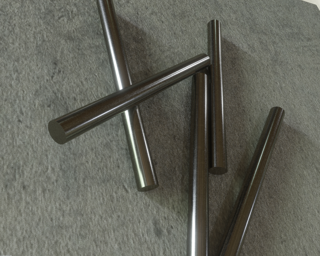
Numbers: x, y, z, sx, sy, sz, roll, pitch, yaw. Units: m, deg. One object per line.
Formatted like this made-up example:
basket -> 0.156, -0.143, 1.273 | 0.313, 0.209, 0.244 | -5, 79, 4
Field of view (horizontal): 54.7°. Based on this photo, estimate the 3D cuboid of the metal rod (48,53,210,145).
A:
metal rod -> -0.013, -0.053, 0.402 | 0.025, 0.025, 0.302 | 49, 42, 6

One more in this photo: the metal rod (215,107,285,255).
metal rod -> 0.134, 0.068, 0.436 | 0.025, 0.025, 0.301 | 38, 51, -3

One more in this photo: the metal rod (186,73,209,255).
metal rod -> 0.051, 0.046, 0.404 | 0.025, 0.025, 0.300 | 18, 54, -18

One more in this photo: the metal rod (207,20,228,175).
metal rod -> 0.089, -0.067, 0.494 | 0.025, 0.025, 0.300 | 18, 54, -18

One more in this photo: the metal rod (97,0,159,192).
metal rod -> -0.049, -0.063, 0.416 | 0.025, 0.025, 0.299 | -1, 62, -29
